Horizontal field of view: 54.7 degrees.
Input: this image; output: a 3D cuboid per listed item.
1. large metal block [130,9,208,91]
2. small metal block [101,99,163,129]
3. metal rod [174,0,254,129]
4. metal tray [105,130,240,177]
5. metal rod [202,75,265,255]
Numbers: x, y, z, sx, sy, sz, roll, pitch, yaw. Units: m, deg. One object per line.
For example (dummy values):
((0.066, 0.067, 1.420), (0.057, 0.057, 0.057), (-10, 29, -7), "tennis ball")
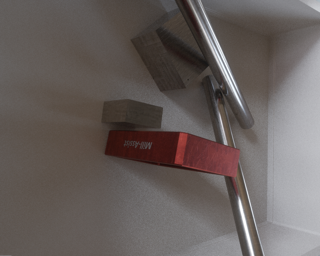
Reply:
((0.022, -0.106, 0.410), (0.080, 0.050, 0.080), (-46, 118, -30), "large metal block")
((-0.033, -0.015, 0.364), (0.050, 0.050, 0.025), (11, 83, -40), "small metal block")
((0.081, -0.081, 0.414), (0.300, 0.025, 0.025), (47, 61, -49), "metal rod")
((0.010, 0.028, 0.349), (0.091, 0.130, 0.030), (17, 79, -39), "metal tray")
((0.097, 0.058, 0.410), (0.025, 0.025, 0.299), (15, 55, -39), "metal rod")
